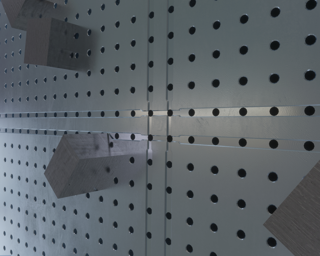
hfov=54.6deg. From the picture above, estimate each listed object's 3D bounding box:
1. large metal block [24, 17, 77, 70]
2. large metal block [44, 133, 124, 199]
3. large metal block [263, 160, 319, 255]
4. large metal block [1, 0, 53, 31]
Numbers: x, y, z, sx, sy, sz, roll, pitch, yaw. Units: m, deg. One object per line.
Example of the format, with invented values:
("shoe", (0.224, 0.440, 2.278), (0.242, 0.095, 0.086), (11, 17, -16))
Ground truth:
("large metal block", (-0.198, -0.150, 0.559), (0.080, 0.050, 0.080), (14, 99, 39))
("large metal block", (-0.115, 0.055, 0.470), (0.050, 0.081, 0.080), (48, 119, 29))
("large metal block", (0.153, 0.081, 0.267), (0.080, 0.050, 0.080), (45, 117, 31))
("large metal block", (-0.265, -0.250, 0.614), (0.080, 0.050, 0.080), (-44, 64, 31))
